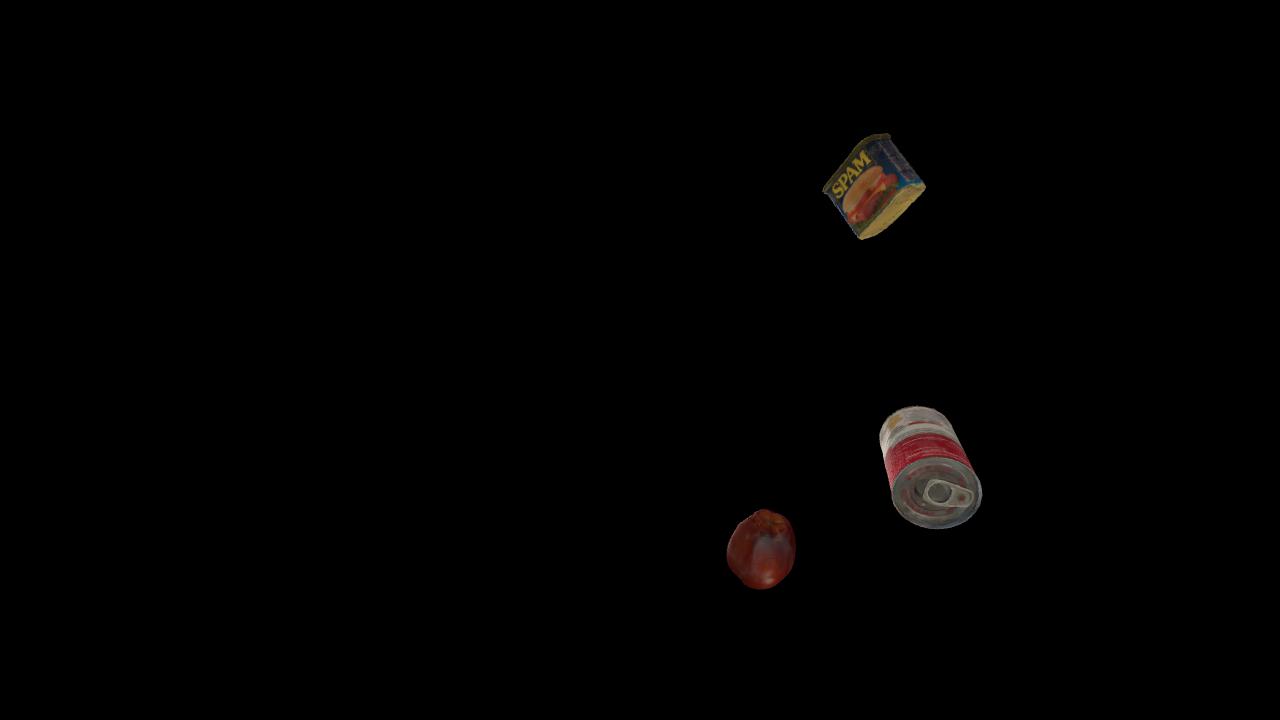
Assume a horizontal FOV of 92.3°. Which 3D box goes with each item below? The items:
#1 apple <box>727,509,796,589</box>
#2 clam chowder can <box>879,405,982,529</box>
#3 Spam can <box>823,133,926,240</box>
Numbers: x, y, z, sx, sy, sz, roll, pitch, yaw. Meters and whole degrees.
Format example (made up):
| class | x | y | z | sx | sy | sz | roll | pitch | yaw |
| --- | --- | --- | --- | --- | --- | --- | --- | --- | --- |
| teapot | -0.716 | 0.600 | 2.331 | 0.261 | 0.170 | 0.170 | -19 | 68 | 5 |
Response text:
| class | x | y | z | sx | sy | sz | roll | pitch | yaw |
| --- | --- | --- | --- | --- | --- | --- | --- | --- | --- |
| apple | 0.141 | 0.217 | 0.703 | 0.079 | 0.093 | 0.079 | 5 | 28 | -3 |
| clam chowder can | 0.250 | 0.090 | 0.540 | 0.068 | 0.068 | 0.102 | 0 | 21 | 15 |
| Spam can | 0.292 | -0.215 | 0.771 | 0.058 | 0.085 | 0.101 | -16 | -21 | -28 |
